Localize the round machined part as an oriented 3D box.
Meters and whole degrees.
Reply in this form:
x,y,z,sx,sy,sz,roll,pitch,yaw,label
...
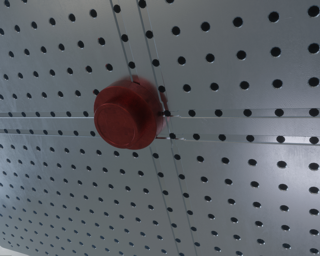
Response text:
x,y,z,sx,sy,sz,roll,pitch,yaw,label
-0.050,-0.011,0.420,0.098,0.042,0.097,13,124,21,round machined part
